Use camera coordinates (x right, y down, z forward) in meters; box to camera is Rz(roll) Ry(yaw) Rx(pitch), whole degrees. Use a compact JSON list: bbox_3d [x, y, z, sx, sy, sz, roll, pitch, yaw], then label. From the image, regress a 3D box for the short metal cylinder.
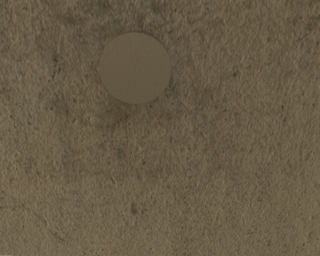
[{"bbox_3d":[-0.028,-0.074,0.369,0.081,0.050,0.079,0,110,-1],"label":"short metal cylinder"}]
